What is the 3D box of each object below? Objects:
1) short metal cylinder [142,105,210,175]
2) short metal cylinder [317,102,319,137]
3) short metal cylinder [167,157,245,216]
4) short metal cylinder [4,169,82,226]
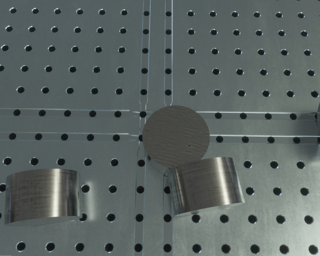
[{"bbox_3d":[0.019,0.018,0.392,0.081,0.050,0.080,0,70,-1],"label":"short metal cylinder"},{"bbox_3d":[0.243,-0.011,0.390,0.050,0.080,0.080,0,70,0],"label":"short metal cylinder"},{"bbox_3d":[0.052,0.069,0.358,0.081,0.080,0.050,-9,71,-4],"label":"short metal cylinder"},{"bbox_3d":[-0.131,0.080,0.352,0.081,0.080,0.050,-7,70,-3],"label":"short metal cylinder"}]
